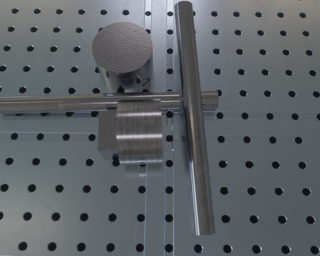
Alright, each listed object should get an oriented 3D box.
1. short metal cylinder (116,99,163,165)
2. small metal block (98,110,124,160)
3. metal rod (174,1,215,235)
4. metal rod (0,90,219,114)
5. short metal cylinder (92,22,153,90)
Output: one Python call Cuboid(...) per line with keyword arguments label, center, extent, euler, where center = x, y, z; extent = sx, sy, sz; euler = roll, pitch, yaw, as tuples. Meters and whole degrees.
Cuboid(label="short metal cylinder", center=(-0.023, 0.005, 0.381), extent=(0.050, 0.080, 0.080), euler=(-2, 70, -1))
Cuboid(label="small metal block", center=(-0.061, 0.010, 0.394), extent=(0.025, 0.050, 0.050), euler=(-2, 70, -1))
Cuboid(label="metal rod", center=(0.042, -0.021, 0.396), extent=(0.025, 0.025, 0.298), euler=(-4, 79, -2))
Cuboid(label="metal rod", center=(-0.073, -0.035, 0.423), extent=(0.302, 0.025, 0.025), euler=(-2, 70, -1))
Cuboid(label="short metal cylinder", center=(-0.050, -0.100, 0.435), extent=(0.081, 0.050, 0.080), euler=(0, 70, 0))
